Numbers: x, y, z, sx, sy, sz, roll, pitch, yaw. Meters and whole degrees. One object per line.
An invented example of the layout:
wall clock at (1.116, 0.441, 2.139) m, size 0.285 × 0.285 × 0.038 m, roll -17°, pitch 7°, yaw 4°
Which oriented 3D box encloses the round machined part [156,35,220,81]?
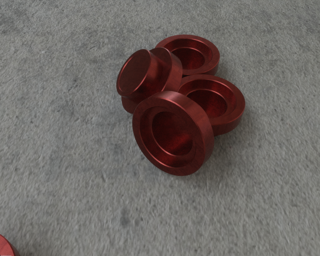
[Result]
round machined part at (0.039, -0.098, 0.475) m, size 0.099 × 0.042 × 0.098 m, roll 0°, pitch 50°, yaw 0°

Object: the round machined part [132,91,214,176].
round machined part at (0.019, 0.003, 0.356) m, size 0.098 × 0.097 × 0.042 m, roll 31°, pitch 42°, yaw 23°

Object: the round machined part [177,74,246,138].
round machined part at (0.059, -0.025, 0.411) m, size 0.099 × 0.042 × 0.098 m, roll 2°, pitch 47°, yaw -2°

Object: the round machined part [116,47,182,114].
round machined part at (-0.021, -0.064, 0.410) m, size 0.042 × 0.098 × 0.098 m, roll 28°, pitch 37°, yaw -37°

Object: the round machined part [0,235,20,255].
round machined part at (-0.169, 0.143, 0.270) m, size 0.099 × 0.042 × 0.098 m, roll 0°, pitch 50°, yaw 0°
